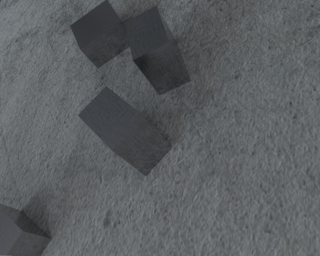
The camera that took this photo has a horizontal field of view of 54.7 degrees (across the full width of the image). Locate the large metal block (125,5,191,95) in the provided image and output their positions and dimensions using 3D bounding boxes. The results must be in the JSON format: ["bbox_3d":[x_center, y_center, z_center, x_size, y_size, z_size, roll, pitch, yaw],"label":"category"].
[{"bbox_3d":[-0.003,-0.107,0.434,0.050,0.080,0.080,-24,53,14],"label":"large metal block"}]

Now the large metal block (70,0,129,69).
[{"bbox_3d":[-0.100,-0.164,0.539,0.080,0.050,0.080,-34,52,6],"label":"large metal block"}]

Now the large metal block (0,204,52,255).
[{"bbox_3d":[-0.202,0.154,0.397,0.080,0.050,0.080,22,73,35],"label":"large metal block"}]

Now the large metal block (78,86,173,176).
[{"bbox_3d":[-0.042,0.005,0.386,0.050,0.080,0.080,-48,52,-5],"label":"large metal block"}]
